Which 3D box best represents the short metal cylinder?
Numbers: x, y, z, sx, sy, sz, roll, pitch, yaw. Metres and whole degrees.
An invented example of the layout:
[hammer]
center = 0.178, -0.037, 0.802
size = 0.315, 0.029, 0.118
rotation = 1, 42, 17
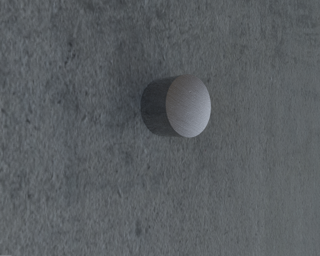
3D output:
[short metal cylinder]
center = 0.021, -0.028, 0.408
size = 0.081, 0.050, 0.079
rotation = 0, 90, -40
